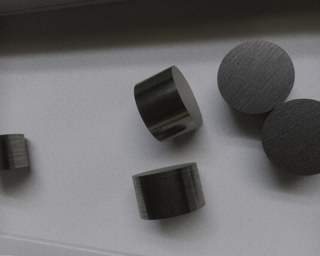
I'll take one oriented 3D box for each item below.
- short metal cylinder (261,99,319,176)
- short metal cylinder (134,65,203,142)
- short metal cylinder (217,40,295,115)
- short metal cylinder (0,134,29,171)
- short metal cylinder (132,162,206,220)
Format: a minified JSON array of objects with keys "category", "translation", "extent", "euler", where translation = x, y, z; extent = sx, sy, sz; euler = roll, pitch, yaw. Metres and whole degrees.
[{"category":"short metal cylinder","translation":[0.155,0.009,0.343],"extent":[0.080,0.050,0.079],"euler":[0,90,19]},{"category":"short metal cylinder","translation":[0.011,-0.029,0.377],"extent":[0.050,0.080,0.080],"euler":[-24,82,18]},{"category":"short metal cylinder","translation":[0.111,-0.055,0.358],"extent":[0.080,0.050,0.079],"euler":[0,90,19]},{"category":"short metal cylinder","translation":[-0.244,0.041,0.465],"extent":[0.080,0.080,0.050],"euler":[-12,86,19]},{"category":"short metal cylinder","translation":[0.010,0.075,0.377],"extent":[0.080,0.080,0.050],"euler":[-13,86,19]}]
